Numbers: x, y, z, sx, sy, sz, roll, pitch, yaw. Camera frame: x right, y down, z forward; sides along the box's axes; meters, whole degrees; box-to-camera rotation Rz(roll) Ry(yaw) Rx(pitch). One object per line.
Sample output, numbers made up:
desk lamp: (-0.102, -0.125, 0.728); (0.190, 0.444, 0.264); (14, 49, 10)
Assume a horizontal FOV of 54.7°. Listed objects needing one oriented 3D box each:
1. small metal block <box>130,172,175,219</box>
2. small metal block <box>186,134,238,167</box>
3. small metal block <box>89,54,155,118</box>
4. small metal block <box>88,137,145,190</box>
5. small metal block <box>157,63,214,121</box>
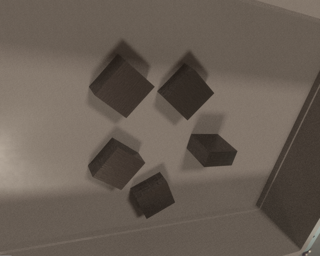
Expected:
small metal block: (-0.010, 0.102, 0.468); (0.050, 0.025, 0.050); (-28, 128, -11)
small metal block: (0.076, 0.032, 0.456); (0.050, 0.050, 0.025); (1, 118, -29)
small metal block: (-0.043, -0.048, 0.357); (0.050, 0.025, 0.050); (-48, 129, 5)
small metal block: (-0.057, 0.048, 0.409); (0.050, 0.025, 0.050); (-49, 129, 6)
small metal block: (0.034, -0.046, 0.400); (0.050, 0.025, 0.050); (-46, 130, 4)
